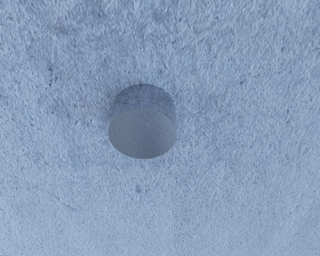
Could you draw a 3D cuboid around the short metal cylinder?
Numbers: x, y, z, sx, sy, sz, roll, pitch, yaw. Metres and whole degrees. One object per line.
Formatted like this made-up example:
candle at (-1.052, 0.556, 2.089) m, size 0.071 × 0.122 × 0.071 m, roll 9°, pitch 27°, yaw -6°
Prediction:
short metal cylinder at (-0.020, -0.007, 0.384) m, size 0.080 × 0.050 × 0.080 m, roll 0°, pitch 130°, yaw 0°
